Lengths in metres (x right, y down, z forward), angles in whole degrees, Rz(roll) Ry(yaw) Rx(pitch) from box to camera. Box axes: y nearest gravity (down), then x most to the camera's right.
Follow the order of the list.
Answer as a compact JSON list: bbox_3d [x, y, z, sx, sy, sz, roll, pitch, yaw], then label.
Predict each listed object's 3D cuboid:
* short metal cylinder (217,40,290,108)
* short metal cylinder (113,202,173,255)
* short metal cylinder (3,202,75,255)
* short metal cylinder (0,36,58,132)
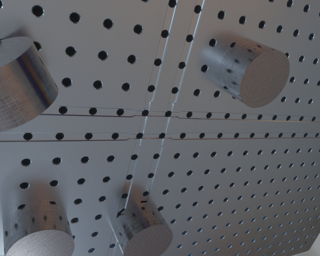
[{"bbox_3d":[0.126,-0.074,0.421,0.081,0.050,0.079,-14,125,-21],"label":"short metal cylinder"},{"bbox_3d":[-0.027,0.164,0.484,0.081,0.050,0.079,-14,125,-21],"label":"short metal cylinder"},{"bbox_3d":[-0.156,0.143,0.399,0.081,0.050,0.079,-14,124,-21],"label":"short metal cylinder"},{"bbox_3d":[-0.140,-0.040,0.275,0.080,0.080,0.050,-27,128,-12],"label":"short metal cylinder"}]
